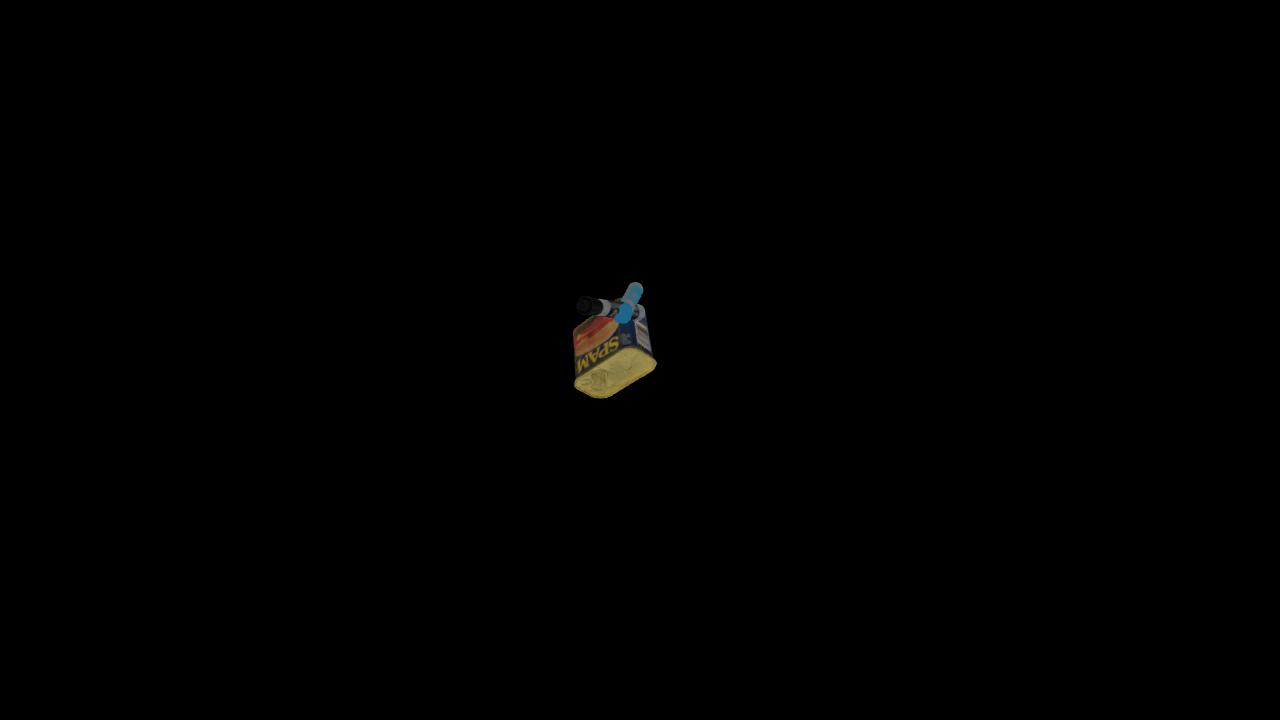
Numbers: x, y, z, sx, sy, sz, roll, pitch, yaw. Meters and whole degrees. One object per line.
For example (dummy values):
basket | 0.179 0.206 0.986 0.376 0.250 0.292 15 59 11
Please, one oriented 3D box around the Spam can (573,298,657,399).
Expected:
Spam can | -0.034 -0.015 0.751 0.101 0.085 0.058 -31 -44 27

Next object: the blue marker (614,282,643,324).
blue marker | -0.012 -0.064 0.679 0.020 0.020 0.121 0 20 7

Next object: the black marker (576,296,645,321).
black marker | -0.029 -0.052 0.632 0.020 0.020 0.121 0 1 26
